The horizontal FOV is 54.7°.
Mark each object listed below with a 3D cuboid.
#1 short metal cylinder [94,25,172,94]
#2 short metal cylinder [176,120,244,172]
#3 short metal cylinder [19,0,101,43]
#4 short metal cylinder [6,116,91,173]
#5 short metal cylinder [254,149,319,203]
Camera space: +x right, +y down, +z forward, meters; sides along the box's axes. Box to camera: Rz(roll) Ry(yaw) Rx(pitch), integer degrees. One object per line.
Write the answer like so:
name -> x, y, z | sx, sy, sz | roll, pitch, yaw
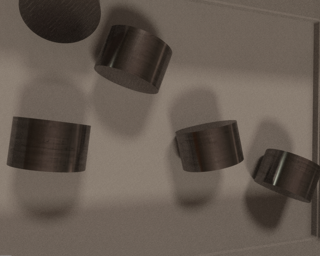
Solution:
short metal cylinder -> -0.031, -0.079, 0.370 | 0.080, 0.080, 0.050 | 22, 83, -19
short metal cylinder -> 0.065, 0.022, 0.407 | 0.081, 0.080, 0.050 | -13, 95, -20
short metal cylinder -> -0.107, -0.140, 0.335 | 0.081, 0.079, 0.050 | 2, 52, -20
short metal cylinder -> -0.119, 0.017, 0.338 | 0.081, 0.080, 0.050 | 7, 88, -20
short metal cylinder -> 0.186, 0.069, 0.452 | 0.080, 0.080, 0.050 | 27, 81, -19
